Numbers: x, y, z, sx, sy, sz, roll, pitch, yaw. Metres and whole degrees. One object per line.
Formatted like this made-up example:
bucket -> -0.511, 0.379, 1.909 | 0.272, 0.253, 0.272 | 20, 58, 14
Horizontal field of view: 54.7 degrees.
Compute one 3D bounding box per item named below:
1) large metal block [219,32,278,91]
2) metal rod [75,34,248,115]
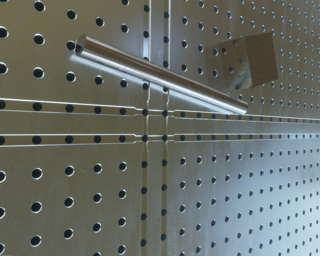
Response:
large metal block -> 0.151, -0.112, 0.522 | 0.081, 0.050, 0.079 | -21, 103, -38
metal rod -> 0.027, -0.062, 0.433 | 0.302, 0.025, 0.025 | 14, 81, -39
